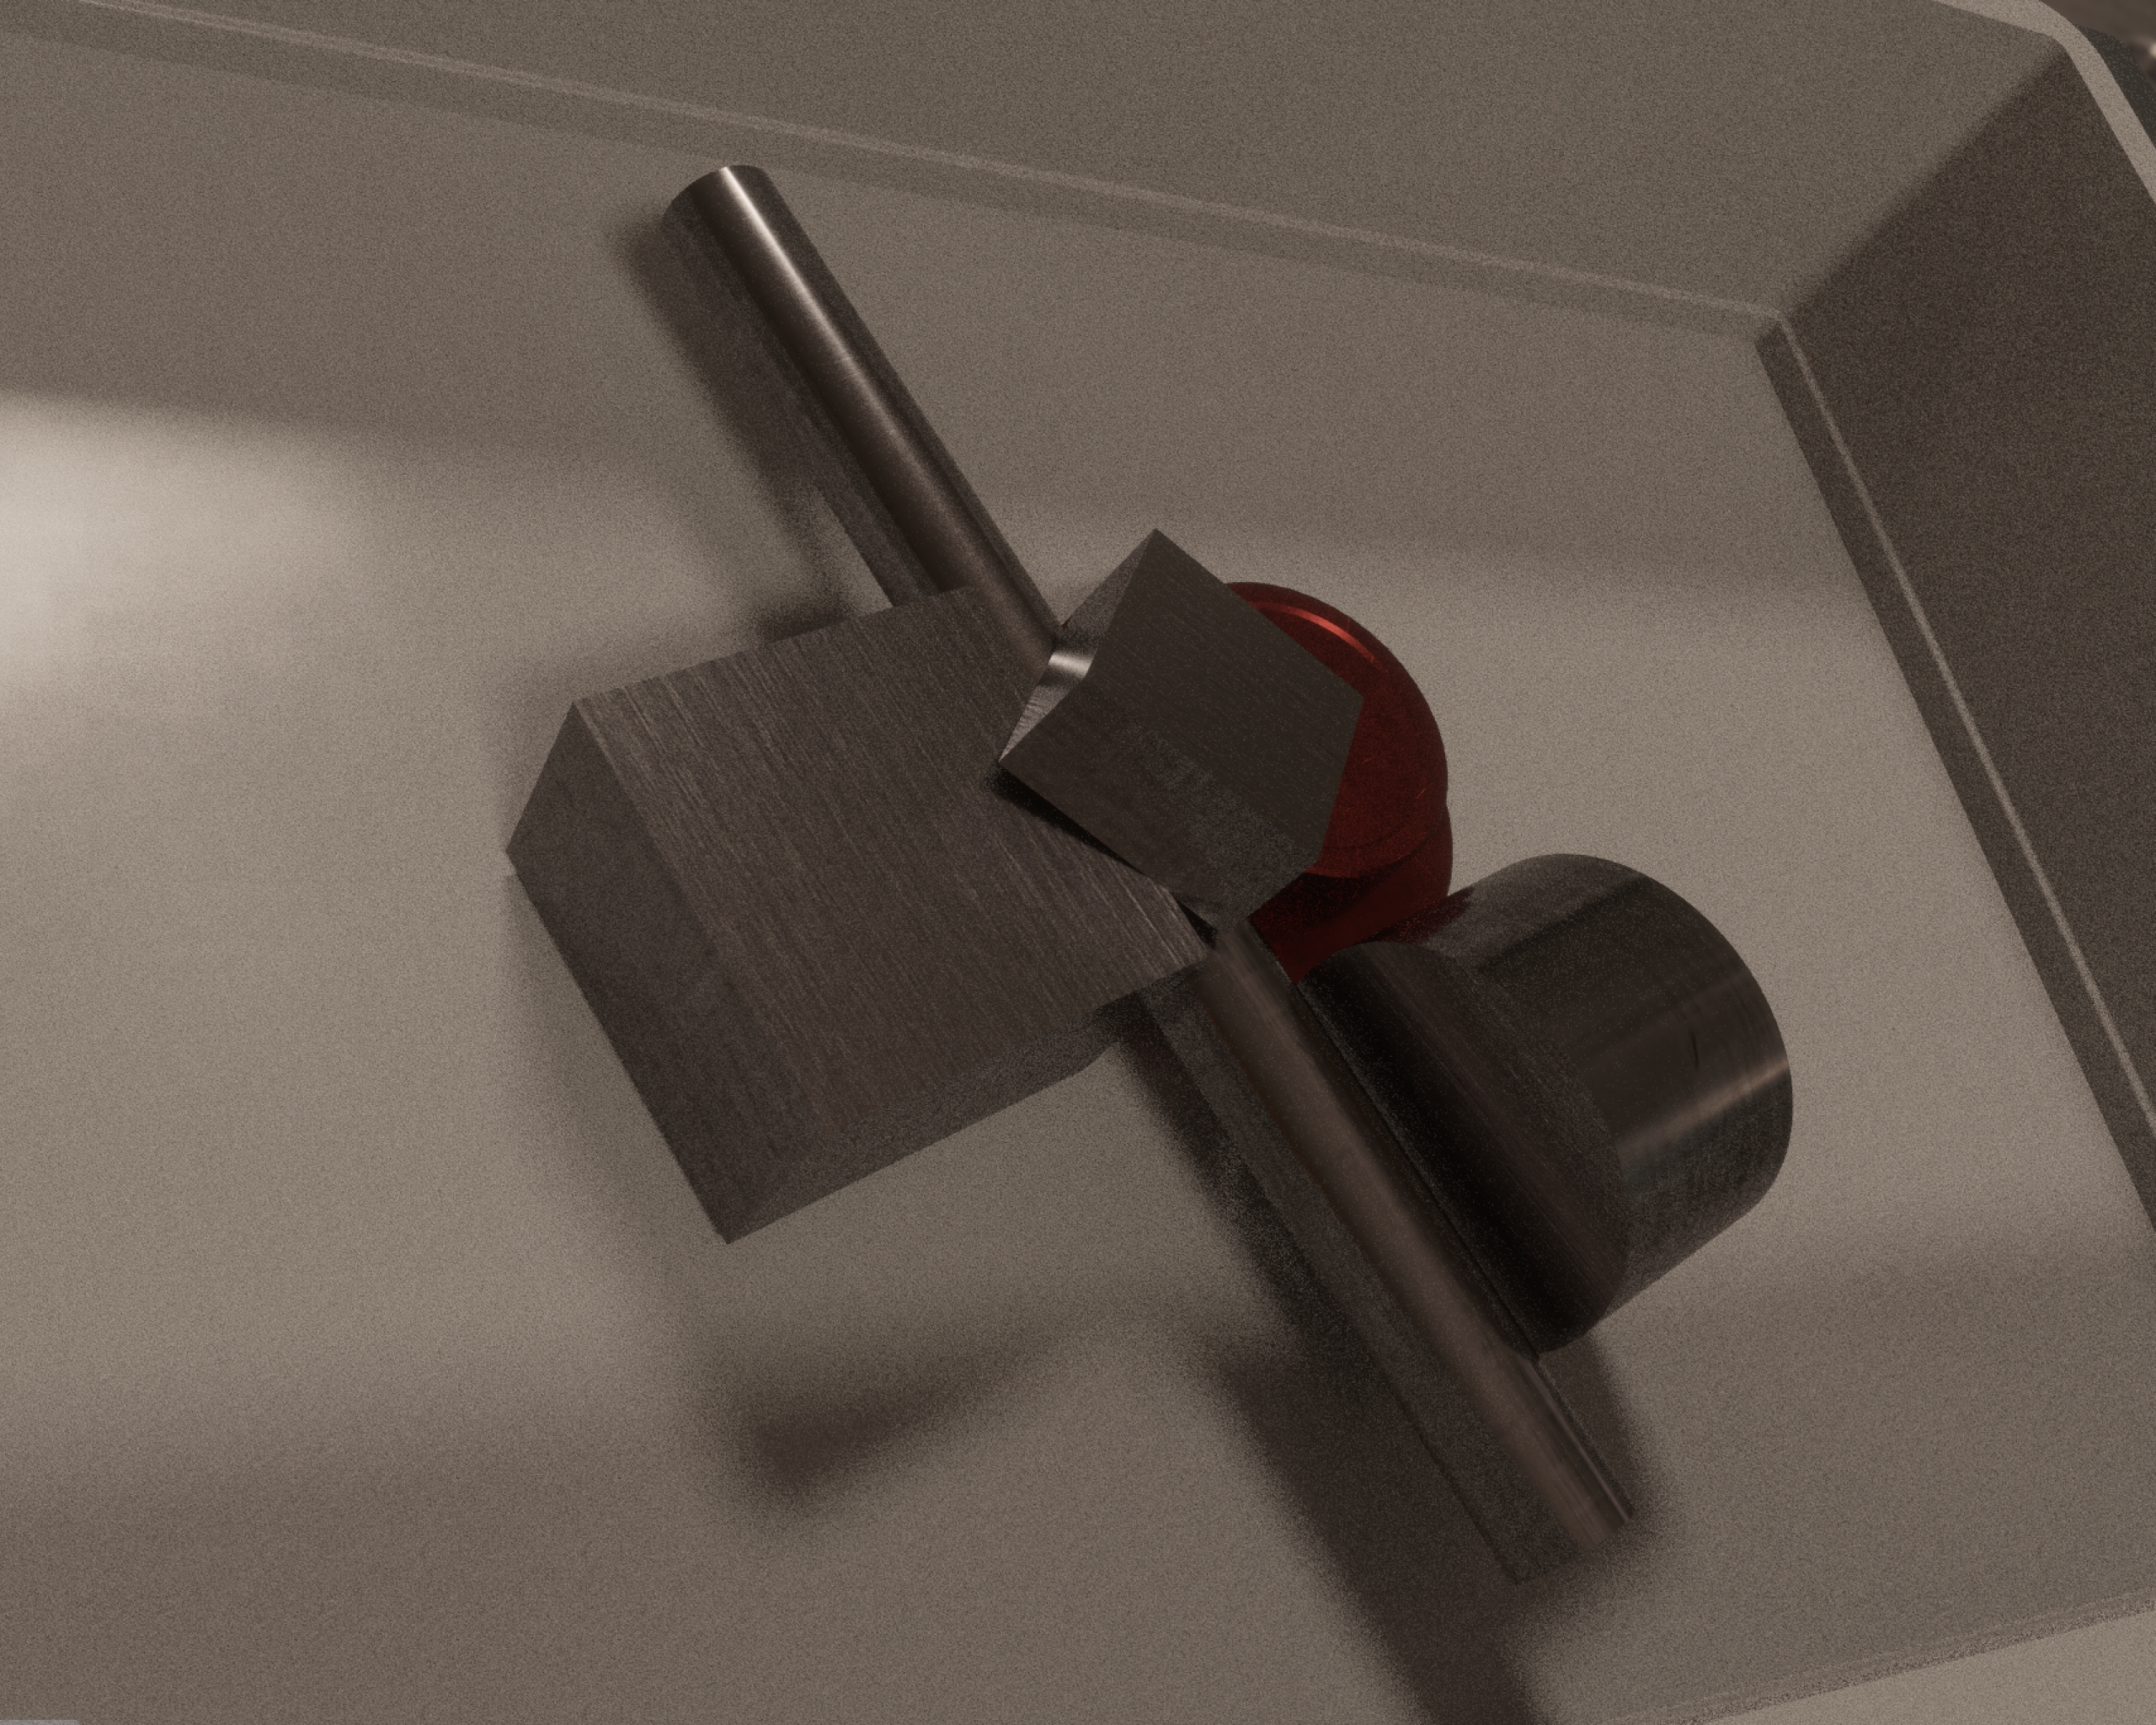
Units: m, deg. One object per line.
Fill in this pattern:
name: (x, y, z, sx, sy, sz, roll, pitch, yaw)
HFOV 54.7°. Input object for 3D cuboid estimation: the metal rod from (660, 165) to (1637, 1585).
metal rod: (0.006, -0.008, 0.386, 0.025, 0.025, 0.299, -23, 74, -37)

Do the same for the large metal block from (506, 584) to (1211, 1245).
large metal block: (-0.039, 0.007, 0.361, 0.081, 0.050, 0.080, -23, 74, -36)

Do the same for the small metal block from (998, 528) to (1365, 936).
small metal block: (0.020, -0.024, 0.368, 0.050, 0.025, 0.050, 37, 39, -12)

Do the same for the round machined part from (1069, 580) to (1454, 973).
round machined part: (0.035, -0.018, 0.424, 0.099, 0.042, 0.098, 14, 56, -21)

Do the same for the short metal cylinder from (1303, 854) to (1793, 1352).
short metal cylinder: (0.083, 0.044, 0.388, 0.050, 0.080, 0.080, -23, 74, -37)
